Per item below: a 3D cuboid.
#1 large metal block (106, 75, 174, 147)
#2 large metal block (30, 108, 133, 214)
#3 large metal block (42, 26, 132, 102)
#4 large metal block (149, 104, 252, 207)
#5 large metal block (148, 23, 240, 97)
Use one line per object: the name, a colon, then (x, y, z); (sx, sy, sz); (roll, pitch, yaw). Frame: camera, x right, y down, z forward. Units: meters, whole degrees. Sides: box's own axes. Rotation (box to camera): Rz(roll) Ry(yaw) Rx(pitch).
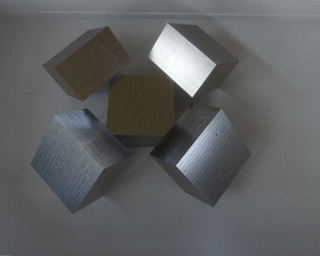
large metal block: (-0.023, -0.021, 0.401); (0.080, 0.050, 0.080); (1, 70, 0)
large metal block: (-0.092, 0.037, 0.359); (0.080, 0.050, 0.080); (44, 120, 14)
large metal block: (-0.096, -0.084, 0.400); (0.080, 0.080, 0.050); (-44, 119, -15)
large metal block: (0.049, 0.030, 0.361); (0.080, 0.050, 0.080); (-50, 122, -16)
large metal block: (0.046, -0.091, 0.406); (0.080, 0.050, 0.081); (45, 33, 15)
